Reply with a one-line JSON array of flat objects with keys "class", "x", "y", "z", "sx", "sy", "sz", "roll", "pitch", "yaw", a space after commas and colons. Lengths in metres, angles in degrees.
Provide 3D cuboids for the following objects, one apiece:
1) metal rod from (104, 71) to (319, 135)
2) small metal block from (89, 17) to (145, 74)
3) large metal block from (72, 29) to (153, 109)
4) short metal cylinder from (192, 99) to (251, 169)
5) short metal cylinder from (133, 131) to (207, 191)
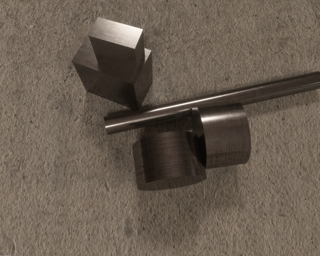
[{"class": "metal rod", "x": 0.076, "y": -0.035, "z": 0.421, "sx": 0.302, "sy": 0.025, "sz": 0.025, "roll": -12, "pitch": 71, "yaw": -5}, {"class": "small metal block", "x": -0.045, "y": -0.090, "z": 0.342, "sx": 0.050, "sy": 0.050, "sz": 0.025, "roll": 17, "pitch": 71, "yaw": 6}, {"class": "large metal block", "x": -0.057, "y": -0.072, "z": 0.405, "sx": 0.080, "sy": 0.080, "sz": 0.050, "roll": 22, "pitch": 72, "yaw": 7}, {"class": "short metal cylinder", "x": 0.072, "y": 0.008, "z": 0.377, "sx": 0.050, "sy": 0.080, "sz": 0.080, "roll": -8, "pitch": 70, "yaw": -3}, {"class": "short metal cylinder", "x": 0.010, "y": 0.041, "z": 0.364, "sx": 0.081, "sy": 0.080, "sz": 0.050, "roll": -8, "pitch": 71, "yaw": -3}]
